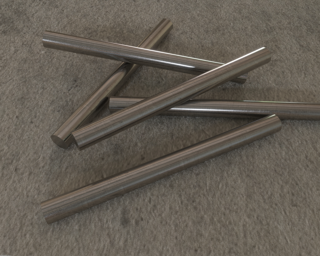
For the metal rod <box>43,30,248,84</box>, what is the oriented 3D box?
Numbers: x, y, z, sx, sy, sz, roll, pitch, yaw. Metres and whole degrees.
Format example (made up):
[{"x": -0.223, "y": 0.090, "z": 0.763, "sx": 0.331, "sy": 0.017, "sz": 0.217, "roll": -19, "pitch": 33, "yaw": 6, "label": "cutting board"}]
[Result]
[{"x": -0.019, "y": -0.105, "z": 0.462, "sx": 0.302, "sy": 0.025, "sz": 0.025, "roll": 10, "pitch": 50, "yaw": -4, "label": "metal rod"}]

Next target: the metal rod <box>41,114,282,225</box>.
[{"x": 0.016, "y": 0.042, "z": 0.368, "sx": 0.302, "sy": 0.025, "sz": 0.025, "roll": -19, "pitch": 53, "yaw": -16, "label": "metal rod"}]

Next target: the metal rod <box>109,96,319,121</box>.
[{"x": 0.083, "y": -0.027, "z": 0.426, "sx": 0.302, "sy": 0.025, "sz": 0.025, "roll": 2, "pitch": 50, "yaw": 1, "label": "metal rod"}]

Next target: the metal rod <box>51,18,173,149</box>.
[{"x": -0.057, "y": -0.084, "z": 0.473, "sx": 0.025, "sy": 0.025, "sz": 0.301, "roll": 22, "pitch": 53, "yaw": 17, "label": "metal rod"}]

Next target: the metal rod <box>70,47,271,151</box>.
[{"x": 0.030, "y": -0.046, "z": 0.408, "sx": 0.302, "sy": 0.025, "sz": 0.025, "roll": -26, "pitch": 55, "yaw": -21, "label": "metal rod"}]
